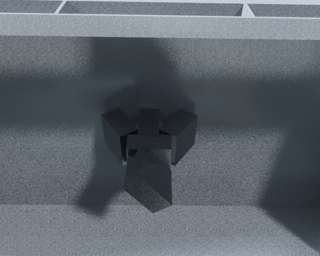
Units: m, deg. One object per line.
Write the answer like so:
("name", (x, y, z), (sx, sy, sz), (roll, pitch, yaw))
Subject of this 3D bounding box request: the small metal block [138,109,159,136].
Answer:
("small metal block", (-0.014, 0.010, 0.398), (0.025, 0.050, 0.050), (1, 130, -1))

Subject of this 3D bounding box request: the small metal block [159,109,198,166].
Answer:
("small metal block", (0.023, 0.012, 0.398), (0.025, 0.050, 0.050), (24, 135, 25))

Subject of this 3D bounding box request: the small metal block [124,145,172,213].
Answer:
("small metal block", (-0.012, 0.056, 0.338), (0.025, 0.050, 0.050), (-28, 125, 22))

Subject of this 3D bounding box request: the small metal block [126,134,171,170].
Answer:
("small metal block", (-0.013, 0.035, 0.369), (0.050, 0.025, 0.050), (0, 130, -1))

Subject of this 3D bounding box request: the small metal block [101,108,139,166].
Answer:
("small metal block", (-0.050, 0.011, 0.395), (0.025, 0.050, 0.050), (-23, 136, -25))
